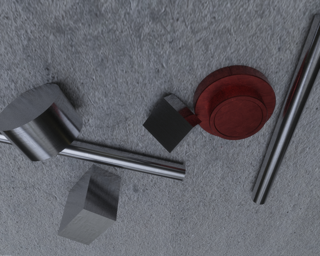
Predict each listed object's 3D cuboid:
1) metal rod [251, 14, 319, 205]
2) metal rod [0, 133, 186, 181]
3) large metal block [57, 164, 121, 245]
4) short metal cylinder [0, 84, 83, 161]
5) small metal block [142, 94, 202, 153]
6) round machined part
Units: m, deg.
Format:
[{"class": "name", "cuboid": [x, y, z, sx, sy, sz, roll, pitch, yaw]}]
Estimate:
[{"class": "metal rod", "cuboid": [0.166, 0.002, 0.411, 0.025, 0.025, 0.298, 1, 130, -1]}, {"class": "metal rod", "cuboid": [-0.109, 0.032, 0.432, 0.302, 0.025, 0.025, 14, 129, -12]}, {"class": "large metal block", "cuboid": [-0.105, 0.116, 0.469, 0.050, 0.080, 0.080, 30, 124, -23]}, {"class": "short metal cylinder", "cuboid": [-0.139, -0.008, 0.363, 0.080, 0.080, 0.050, -17, 128, 13]}, {"class": "small metal block", "cuboid": [0.014, -0.006, 0.386, 0.050, 0.025, 0.050, 46, 124, 10]}, {"class": "round machined part", "cuboid": [0.092, -0.023, 0.378, 0.099, 0.042, 0.097, -1, 130, 0]}]
